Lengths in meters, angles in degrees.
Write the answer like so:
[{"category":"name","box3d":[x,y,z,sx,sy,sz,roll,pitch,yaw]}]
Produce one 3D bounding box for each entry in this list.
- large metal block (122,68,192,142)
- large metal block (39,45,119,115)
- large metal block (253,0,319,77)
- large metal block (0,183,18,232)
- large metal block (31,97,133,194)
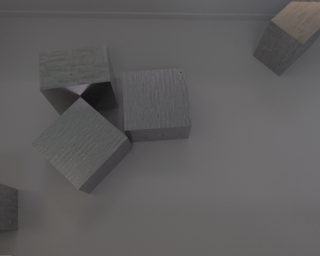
[{"category":"large metal block","box3d":[-0.005,-0.029,0.407,0.081,0.050,0.080,-4,70,-2]},{"category":"large metal block","box3d":[-0.101,-0.058,0.401,0.081,0.080,0.050,-8,70,-3]},{"category":"large metal block","box3d":[0.185,-0.131,0.429,0.080,0.080,0.050,-42,76,-14]},{"category":"large metal block","box3d":[-0.216,0.094,0.345,0.081,0.080,0.050,-9,71,-3]},{"category":"large metal block","box3d":[-0.094,0.023,0.386,0.080,0.050,0.080,40,77,13]}]
